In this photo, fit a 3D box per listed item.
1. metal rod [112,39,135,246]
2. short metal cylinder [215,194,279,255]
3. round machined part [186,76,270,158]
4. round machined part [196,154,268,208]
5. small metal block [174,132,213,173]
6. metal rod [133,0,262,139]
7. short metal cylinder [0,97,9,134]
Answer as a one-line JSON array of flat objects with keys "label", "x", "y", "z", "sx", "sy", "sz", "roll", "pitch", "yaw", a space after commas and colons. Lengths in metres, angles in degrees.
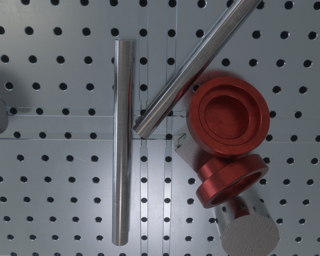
[{"label": "metal rod", "x": -0.052, "y": 0.033, "z": 0.425, "sx": 0.025, "sy": 0.025, "sz": 0.298, "roll": 3, "pitch": 110, "yaw": -1}, {"label": "short metal cylinder", "x": 0.126, "y": 0.145, "z": 0.455, "sx": 0.081, "sy": 0.050, "sz": 0.079, "roll": 0, "pitch": 110, "yaw": 0}, {"label": "round machined part", "x": 0.080, "y": -0.011, "z": 0.384, "sx": 0.099, "sy": 0.042, "sz": 0.098, "roll": 2, "pitch": 74, "yaw": -7}, {"label": "round machined part", "x": 0.089, "y": 0.062, "z": 0.409, "sx": 0.098, "sy": 0.098, "sz": 0.042, "roll": -37, "pitch": 63, "yaw": 12}, {"label": "small metal block", "x": 0.055, "y": 0.028, "z": 0.424, "sx": 0.050, "sy": 0.025, "sz": 0.050, "roll": -41, "pitch": 105, "yaw": 13}, {"label": "metal rod", "x": 0.066, "y": -0.104, "z": 0.375, "sx": 0.025, "sy": 0.025, "sz": 0.299, "roll": 36, "pitch": 106, "yaw": -12}, {"label": "short metal cylinder", "x": -0.234, "y": -0.018, "z": 0.375, "sx": 0.050, "sy": 0.080, "sz": 0.080, "roll": -25, "pitch": 108, "yaw": 9}]
